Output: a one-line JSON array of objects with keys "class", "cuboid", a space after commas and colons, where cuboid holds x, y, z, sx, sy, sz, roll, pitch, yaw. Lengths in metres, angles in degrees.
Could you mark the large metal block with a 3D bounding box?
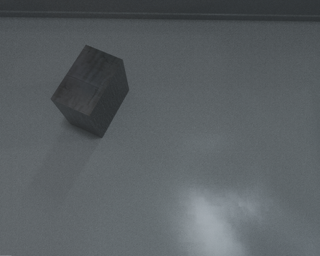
[{"class": "large metal block", "cuboid": [-0.084, -0.044, 0.396, 0.050, 0.080, 0.080, 24, 72, 8]}]
